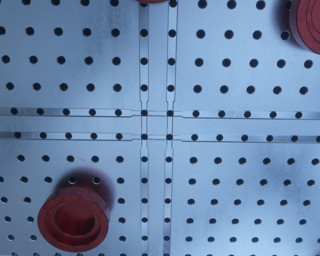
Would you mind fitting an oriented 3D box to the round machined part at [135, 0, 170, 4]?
[{"bbox_3d":[-0.009,-0.186,0.336,0.099,0.042,0.097,0,110,0],"label":"round machined part"}]

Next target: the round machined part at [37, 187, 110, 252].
[{"bbox_3d":[-0.121,0.128,0.450,0.099,0.042,0.097,0,110,0],"label":"round machined part"}]

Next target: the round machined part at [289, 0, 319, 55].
[{"bbox_3d":[0.198,-0.134,0.356,0.099,0.042,0.097,0,110,0],"label":"round machined part"}]
